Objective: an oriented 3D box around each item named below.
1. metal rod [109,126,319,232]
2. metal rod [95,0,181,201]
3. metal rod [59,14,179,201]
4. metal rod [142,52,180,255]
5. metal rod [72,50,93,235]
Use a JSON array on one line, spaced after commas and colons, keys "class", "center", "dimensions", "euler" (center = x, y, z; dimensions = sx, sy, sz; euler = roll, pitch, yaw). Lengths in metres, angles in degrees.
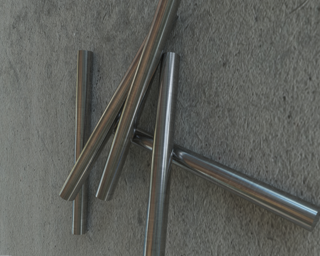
[{"class": "metal rod", "center": [0.034, 0.039, 0.376], "dimensions": [0.300, 0.025, 0.025], "euler": [22, 104, 37]}, {"class": "metal rod", "center": [-0.029, -0.041, 0.396], "dimensions": [0.025, 0.025, 0.298], "euler": [31, 108, 36]}, {"class": "metal rod", "center": [-0.062, -0.024, 0.427], "dimensions": [0.025, 0.025, 0.299], "euler": [40, 105, 33]}, {"class": "metal rod", "center": [0.001, 0.054, 0.363], "dimensions": [0.025, 0.025, 0.299], "euler": [-5, 74, 40]}, {"class": "metal rod", "center": [-0.128, 0.024, 0.510], "dimensions": [0.025, 0.025, 0.298], "euler": [4, 93, 40]}]
